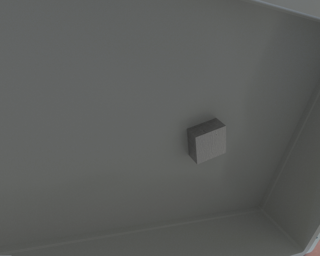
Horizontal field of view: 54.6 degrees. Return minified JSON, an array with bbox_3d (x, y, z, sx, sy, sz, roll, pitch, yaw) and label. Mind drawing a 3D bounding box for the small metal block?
[{"bbox_3d":[0.069,0.019,0.458,0.050,0.025,0.050,-20,126,-17],"label":"small metal block"}]
